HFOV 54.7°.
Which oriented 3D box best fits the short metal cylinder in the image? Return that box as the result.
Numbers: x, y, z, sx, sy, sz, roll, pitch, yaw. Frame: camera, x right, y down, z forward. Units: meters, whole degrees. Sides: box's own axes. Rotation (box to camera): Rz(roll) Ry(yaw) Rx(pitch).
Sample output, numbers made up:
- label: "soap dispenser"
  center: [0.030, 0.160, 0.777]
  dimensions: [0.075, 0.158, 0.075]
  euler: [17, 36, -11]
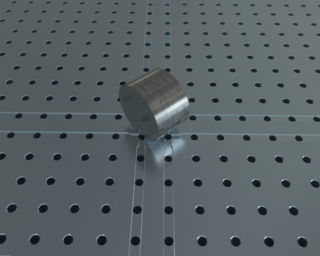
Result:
- label: "short metal cylinder"
  center: [-0.008, -0.030, 0.396]
  dimensions: [0.050, 0.080, 0.080]
  euler: [-33, 58, -25]
